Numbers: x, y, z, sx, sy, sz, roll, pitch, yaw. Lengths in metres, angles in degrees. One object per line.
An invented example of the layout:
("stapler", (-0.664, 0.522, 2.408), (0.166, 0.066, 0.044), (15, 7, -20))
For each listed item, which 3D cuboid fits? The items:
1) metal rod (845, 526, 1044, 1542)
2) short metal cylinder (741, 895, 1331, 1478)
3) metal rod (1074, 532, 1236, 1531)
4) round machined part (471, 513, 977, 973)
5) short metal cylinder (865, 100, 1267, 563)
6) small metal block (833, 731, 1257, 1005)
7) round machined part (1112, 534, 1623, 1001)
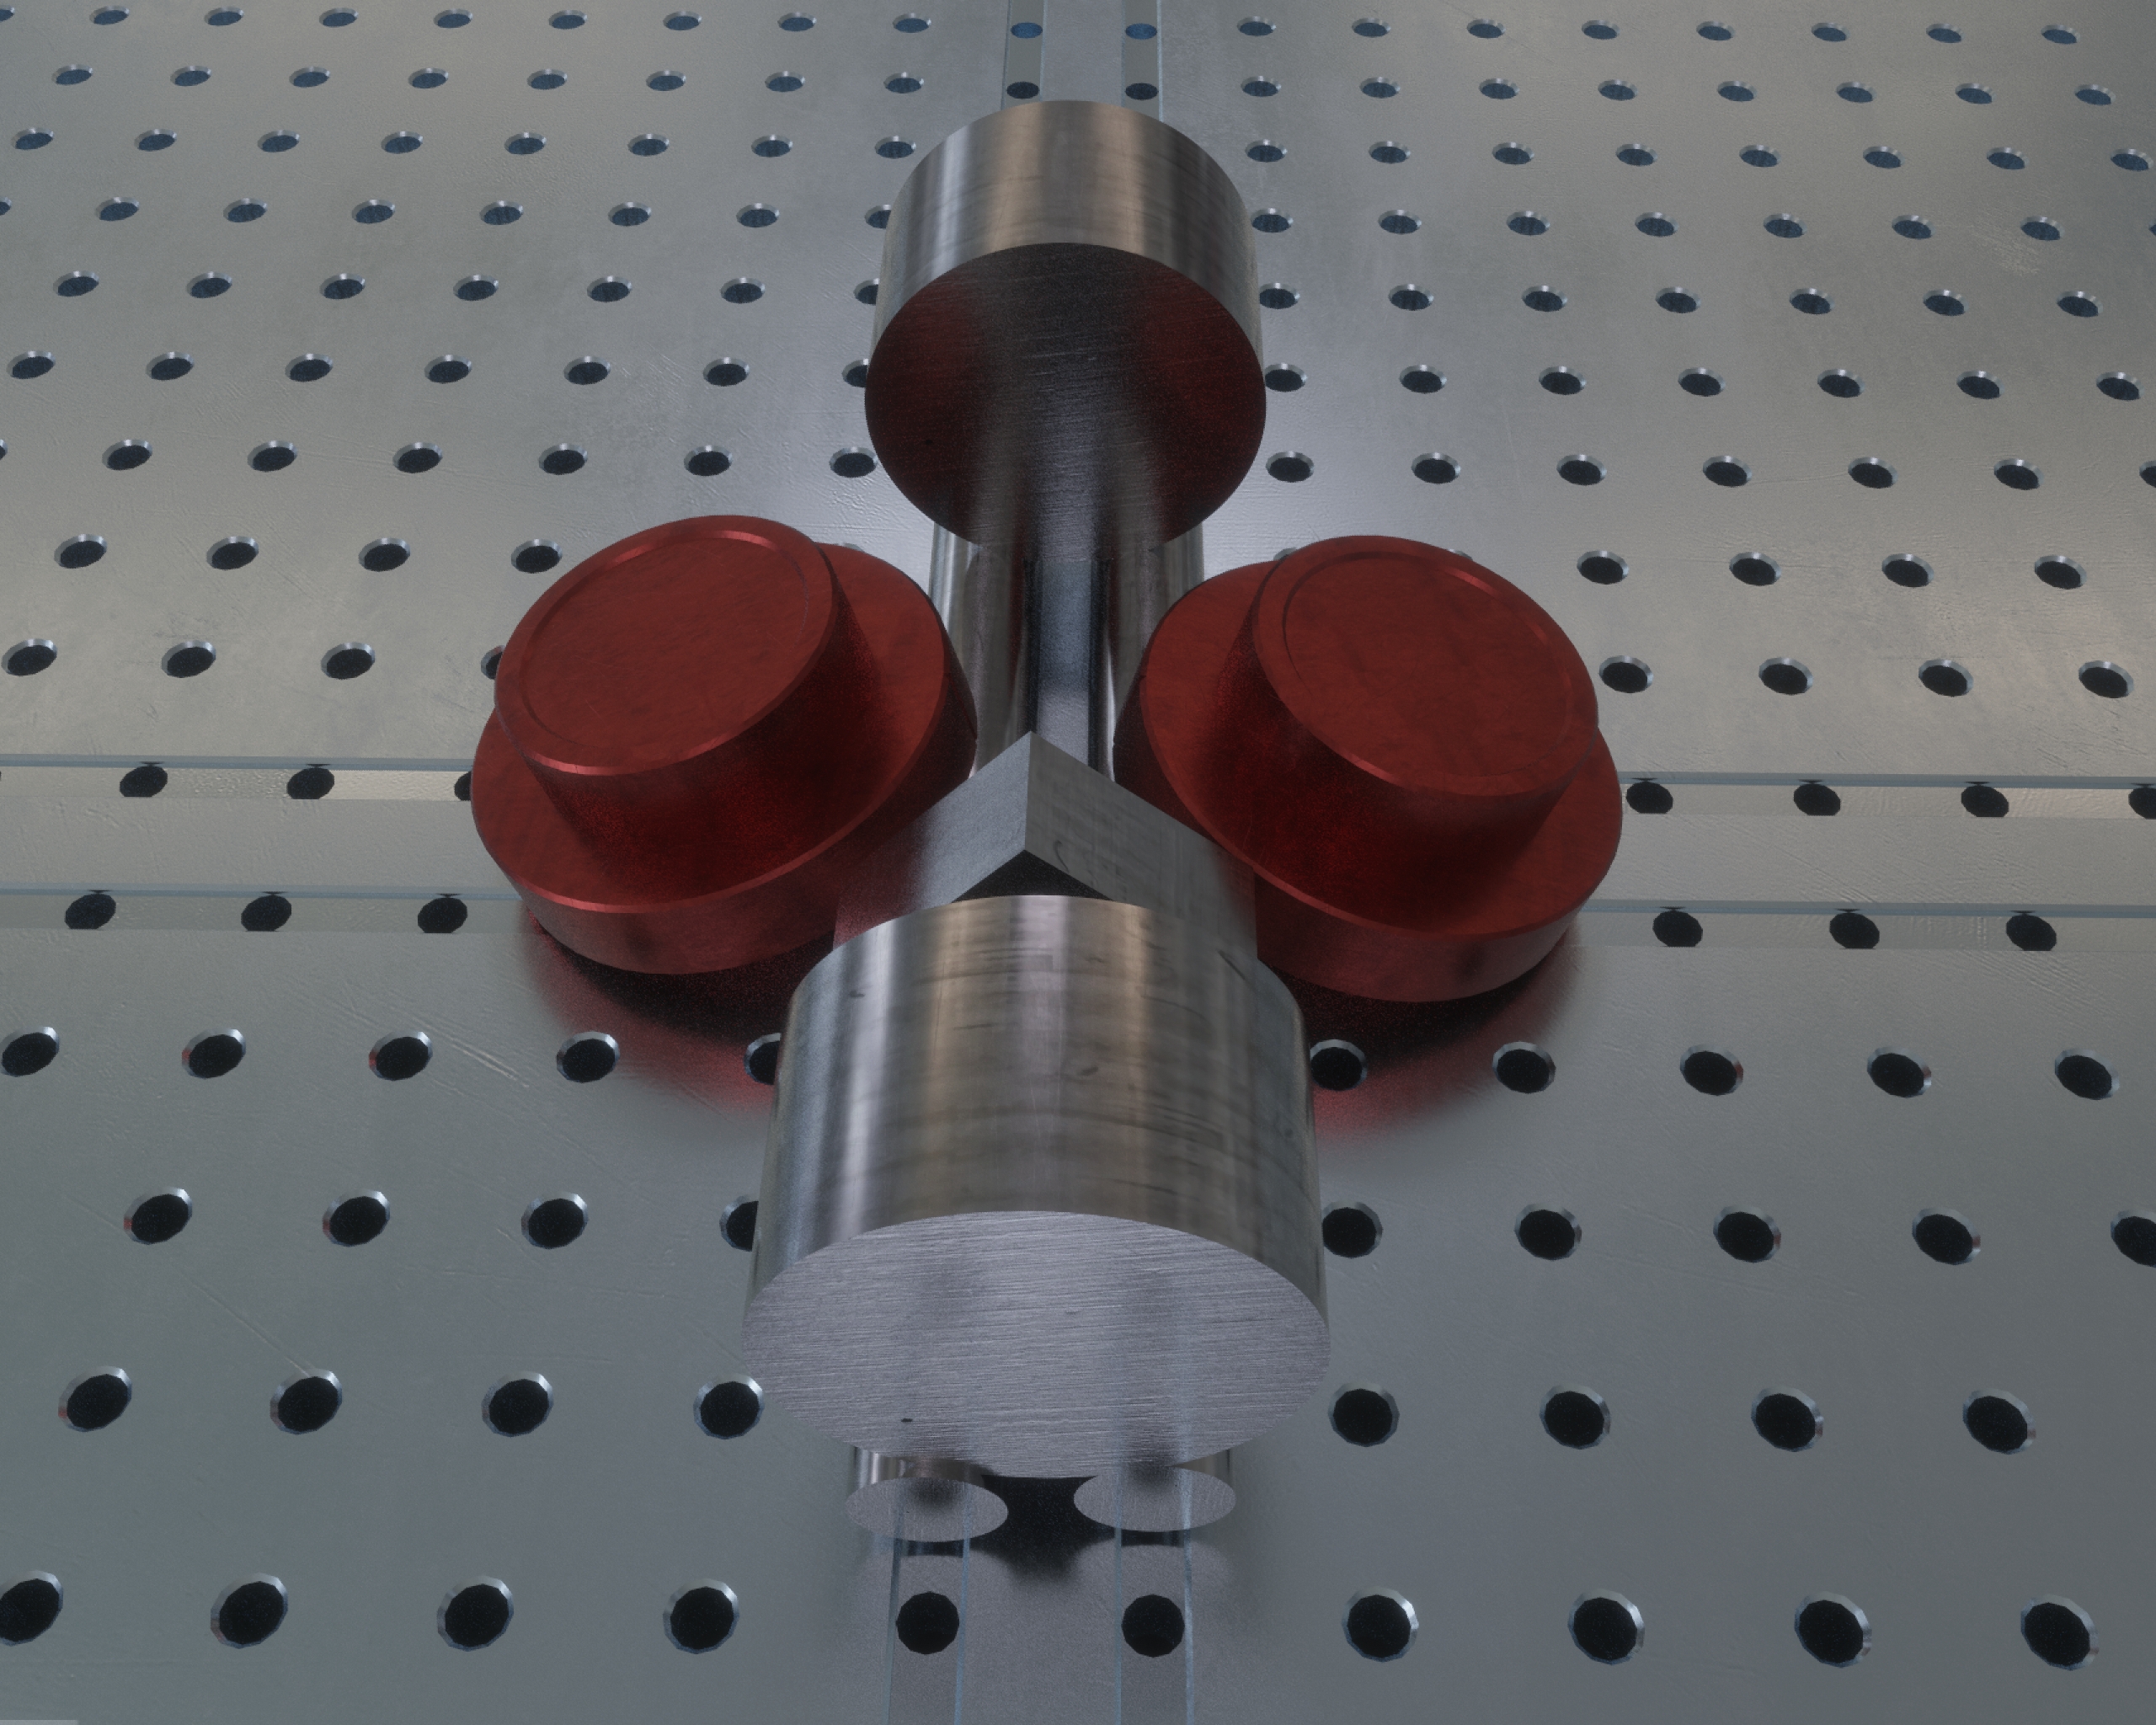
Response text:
("metal rod", (-0.021, -0.015, 0.419), (0.025, 0.025, 0.300), (1, 50, 1))
("short metal cylinder", (-0.005, 0.049, 0.302), (0.080, 0.080, 0.050), (1, 50, 0))
("metal rod", (0.014, -0.016, 0.420), (0.025, 0.025, 0.300), (1, 50, 1))
("round machined part", (-0.072, -0.030, 0.405), (0.098, 0.042, 0.098), (-9, 49, 11))
("short metal cylinder", (-0.002, -0.109, 0.435), (0.080, 0.080, 0.050), (1, 50, 0))
("small metal block", (-0.006, 0.011, 0.351), (0.050, 0.050, 0.025), (30, 42, -30))
("round machined part", (0.059, -0.025, 0.400), (0.099, 0.042, 0.098), (10, 49, -11))
